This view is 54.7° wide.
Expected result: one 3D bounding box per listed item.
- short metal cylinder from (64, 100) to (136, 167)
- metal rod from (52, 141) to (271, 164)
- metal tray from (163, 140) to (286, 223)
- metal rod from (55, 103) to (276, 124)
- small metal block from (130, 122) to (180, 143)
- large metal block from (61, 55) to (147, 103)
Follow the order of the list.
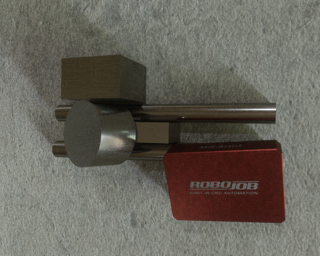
[{"bbox_3d":[-0.076,0.007,0.385,0.080,0.050,0.080,-2,87,43],"label":"short metal cylinder"},{"bbox_3d":[-0.011,0.031,0.413,0.301,0.025,0.025,0,90,19],"label":"metal rod"},{"bbox_3d":[0.076,0.064,0.365,0.130,0.030,0.089,-4,106,18],"label":"metal tray"},{"bbox_3d":[-0.006,-0.020,0.412,0.301,0.025,0.025,1,90,19],"label":"metal rod"},{"bbox_3d":[-0.005,0.005,0.397,0.050,0.050,0.025,1,91,19],"label":"small metal block"},{"bbox_3d":[-0.070,-0.060,0.405,0.080,0.080,0.050,1,91,19],"label":"large metal block"}]
